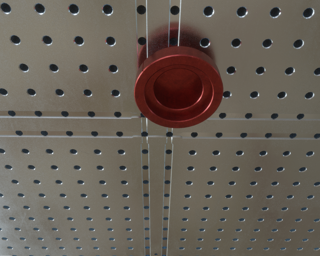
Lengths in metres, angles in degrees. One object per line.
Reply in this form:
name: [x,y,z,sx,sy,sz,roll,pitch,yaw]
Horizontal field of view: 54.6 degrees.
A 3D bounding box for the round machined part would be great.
round machined part: [0.020,-0.050,0.358,0.099,0.042,0.097,0,130,0]
